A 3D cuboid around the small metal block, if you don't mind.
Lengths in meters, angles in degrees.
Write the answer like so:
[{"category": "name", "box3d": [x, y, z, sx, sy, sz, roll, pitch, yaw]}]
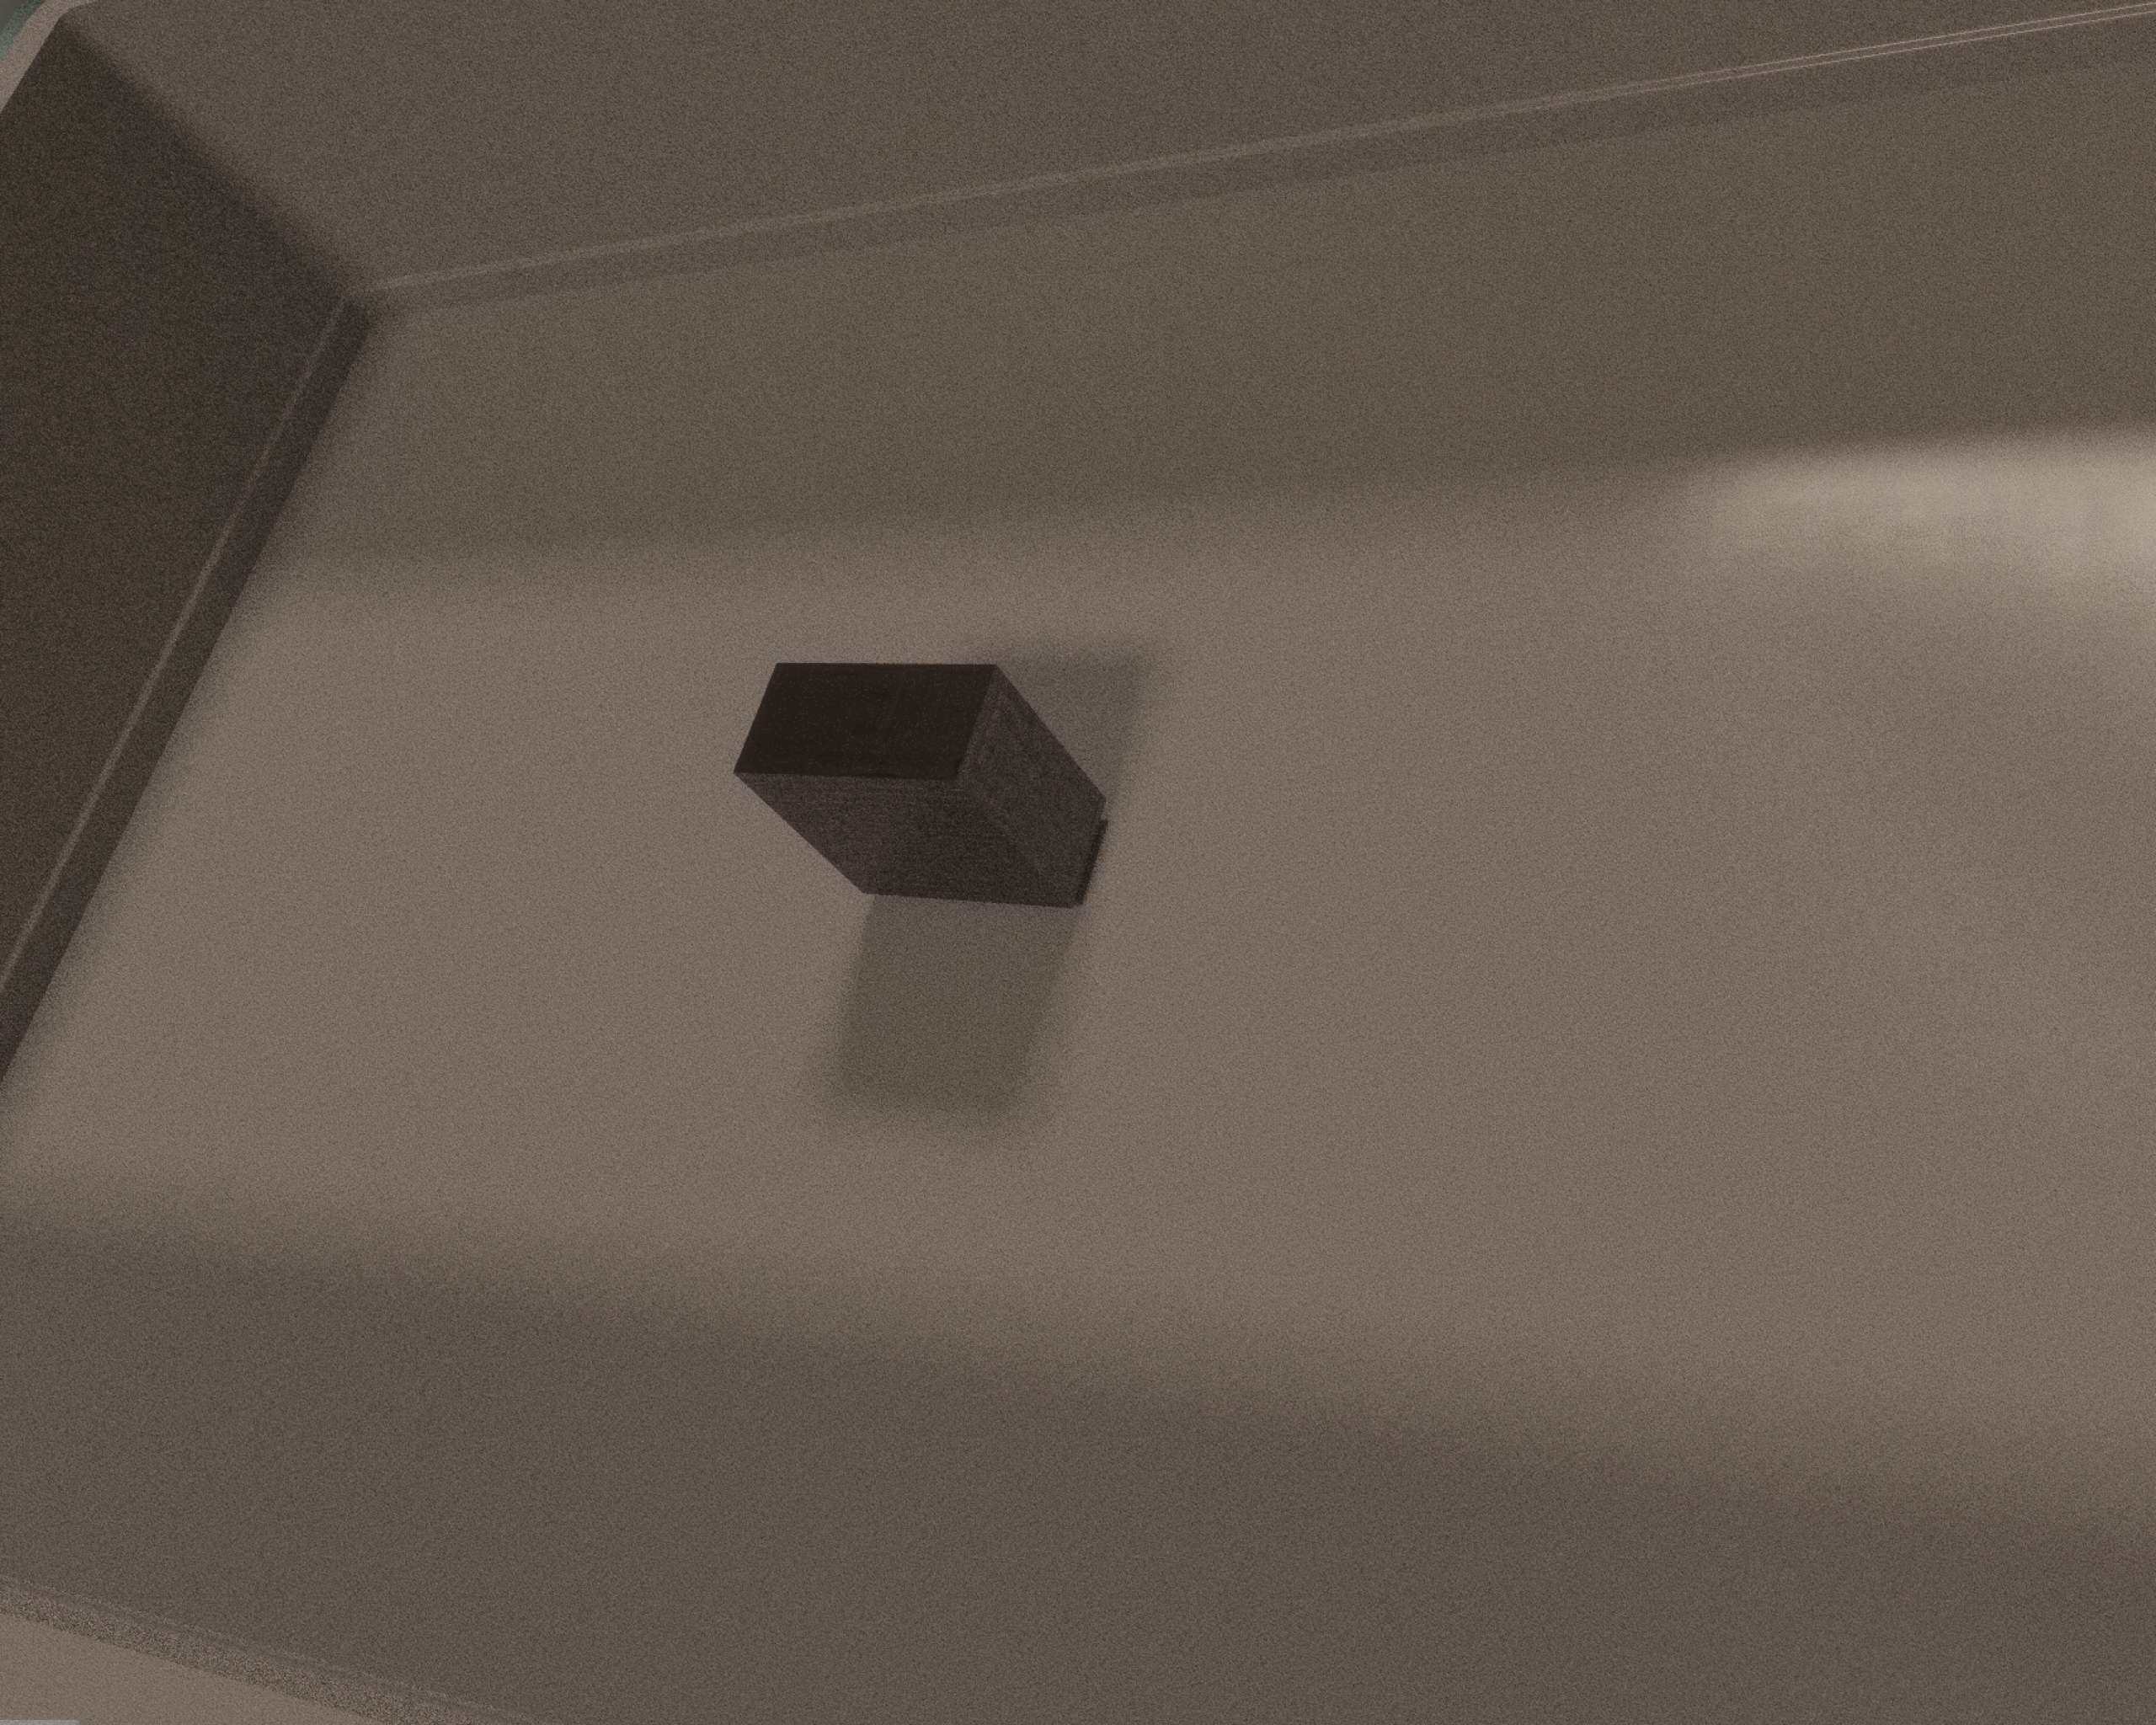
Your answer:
[{"category": "small metal block", "box3d": [-0.030, -0.015, 0.409, 0.050, 0.050, 0.025, 3, 63, 29]}]
